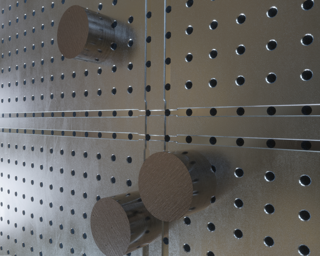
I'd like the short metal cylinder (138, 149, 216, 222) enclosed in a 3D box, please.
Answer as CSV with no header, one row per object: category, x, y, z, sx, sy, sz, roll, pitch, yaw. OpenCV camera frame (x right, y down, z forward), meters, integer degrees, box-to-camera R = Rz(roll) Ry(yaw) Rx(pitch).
short metal cylinder,0.020,0.067,0.375,0.080,0.050,0.079,0,90,39

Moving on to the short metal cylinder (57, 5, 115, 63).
short metal cylinder,-0.117,-0.145,0.487,0.080,0.050,0.079,0,90,39

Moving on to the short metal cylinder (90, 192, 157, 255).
short metal cylinder,-0.052,0.133,0.434,0.080,0.050,0.079,0,90,39
